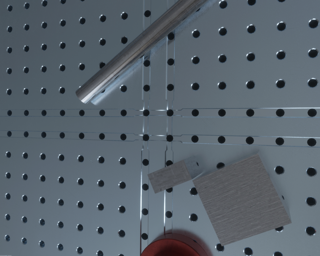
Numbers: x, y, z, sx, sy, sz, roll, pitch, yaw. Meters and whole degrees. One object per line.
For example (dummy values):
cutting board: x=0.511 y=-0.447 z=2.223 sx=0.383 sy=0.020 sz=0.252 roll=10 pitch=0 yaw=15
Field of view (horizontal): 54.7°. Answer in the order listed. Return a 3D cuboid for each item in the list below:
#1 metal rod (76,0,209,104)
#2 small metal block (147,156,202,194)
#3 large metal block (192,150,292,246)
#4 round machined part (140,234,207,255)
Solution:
metal rod: x=0.001 y=-0.132 z=0.411 sx=0.300 sy=0.025 sz=0.025 roll=-37 pitch=78 yaw=16
small metal block: x=0.020 y=0.058 z=0.392 sx=0.050 sy=0.050 sz=0.025 roll=-25 pitch=82 yaw=18
large metal block: x=0.096 y=0.080 z=0.365 sx=0.080 sy=0.050 sz=0.080 roll=-26 pitch=81 yaw=18
round machined part: x=0.015 y=0.191 z=0.398 sx=0.098 sy=0.042 sz=0.097 roll=0 pitch=90 yaw=20
